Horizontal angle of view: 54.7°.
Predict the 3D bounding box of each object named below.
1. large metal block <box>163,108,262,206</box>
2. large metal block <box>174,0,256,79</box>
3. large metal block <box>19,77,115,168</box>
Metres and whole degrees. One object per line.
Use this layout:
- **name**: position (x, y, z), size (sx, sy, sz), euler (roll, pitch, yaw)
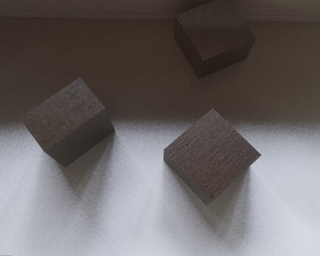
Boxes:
- **large metal block**: position (0.061, 0.037, 0.384), size (0.080, 0.050, 0.080), euler (-40, 75, -13)
- **large metal block**: position (0.075, -0.129, 0.445), size (0.080, 0.050, 0.080), euler (-24, 72, -9)
- **large metal block**: position (-0.108, -0.004, 0.380), size (0.080, 0.080, 0.050), euler (-38, 75, -13)
